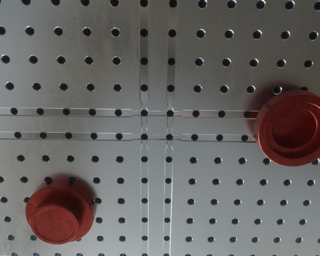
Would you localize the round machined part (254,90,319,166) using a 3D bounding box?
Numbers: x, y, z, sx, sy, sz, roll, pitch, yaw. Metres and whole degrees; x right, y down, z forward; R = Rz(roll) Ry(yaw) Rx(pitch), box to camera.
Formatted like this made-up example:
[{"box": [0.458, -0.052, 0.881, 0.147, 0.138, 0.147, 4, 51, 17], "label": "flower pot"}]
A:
[{"box": [0.172, -0.003, 0.405, 0.099, 0.042, 0.097, 0, 110, 0], "label": "round machined part"}]

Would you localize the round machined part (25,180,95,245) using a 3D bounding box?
[{"box": [-0.147, 0.129, 0.450, 0.099, 0.042, 0.097, 0, 110, 0], "label": "round machined part"}]
